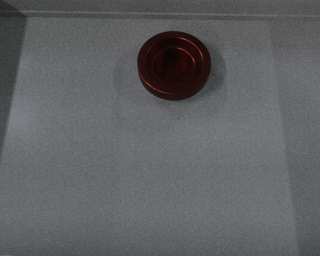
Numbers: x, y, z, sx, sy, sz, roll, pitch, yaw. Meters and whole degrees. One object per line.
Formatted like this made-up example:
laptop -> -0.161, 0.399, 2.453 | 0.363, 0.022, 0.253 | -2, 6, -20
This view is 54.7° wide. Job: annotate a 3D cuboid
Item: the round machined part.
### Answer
round machined part -> 0.019, -0.082, 0.431 | 0.099, 0.042, 0.098 | 0, 70, -1
